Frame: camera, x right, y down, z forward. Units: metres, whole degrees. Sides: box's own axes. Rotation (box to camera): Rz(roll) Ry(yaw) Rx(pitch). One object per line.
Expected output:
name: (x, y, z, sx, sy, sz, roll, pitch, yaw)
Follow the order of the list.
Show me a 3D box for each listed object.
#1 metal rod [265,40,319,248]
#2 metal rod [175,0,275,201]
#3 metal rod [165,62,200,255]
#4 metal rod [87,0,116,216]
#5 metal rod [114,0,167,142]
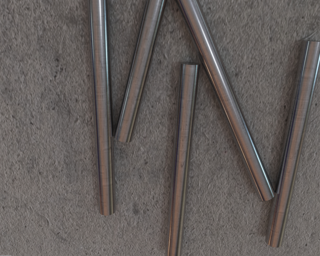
metal rod: (0.180, 0.035, 0.423, 0.025, 0.025, 0.298, 2, 110, -1)
metal rod: (0.090, -0.030, 0.399, 0.025, 0.025, 0.299, -24, 109, 8)
metal rod: (0.029, 0.060, 0.431, 0.025, 0.025, 0.298, 3, 110, -1)
metal rod: (-0.074, -0.019, 0.401, 0.025, 0.025, 0.298, 1, 110, -1)
metal rod: (-0.011, -0.122, 0.364, 0.025, 0.025, 0.298, 14, 110, -5)
